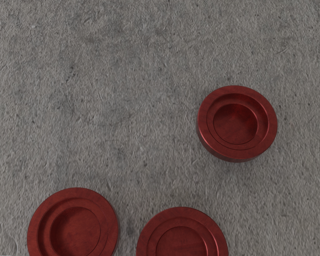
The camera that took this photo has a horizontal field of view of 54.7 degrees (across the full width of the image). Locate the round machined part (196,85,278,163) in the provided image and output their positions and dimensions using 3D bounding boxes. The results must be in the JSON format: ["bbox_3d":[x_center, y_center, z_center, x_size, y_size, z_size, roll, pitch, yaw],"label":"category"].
[{"bbox_3d":[0.095,-0.002,0.400,0.099,0.042,0.098,0,70,0],"label":"round machined part"}]

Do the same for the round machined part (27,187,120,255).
[{"bbox_3d":[-0.095,0.120,0.354,0.099,0.042,0.098,0,70,0],"label":"round machined part"}]

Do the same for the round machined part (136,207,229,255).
[{"bbox_3d":[0.024,0.140,0.348,0.099,0.042,0.098,0,70,0],"label":"round machined part"}]
